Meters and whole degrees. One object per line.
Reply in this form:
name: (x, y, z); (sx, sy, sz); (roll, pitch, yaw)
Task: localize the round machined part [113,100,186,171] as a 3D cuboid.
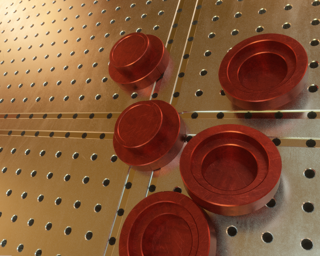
round machined part: (-0.020, 0.004, 0.404); (0.098, 0.042, 0.098); (-13, 56, 20)

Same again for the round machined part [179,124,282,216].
round machined part: (0.072, 0.046, 0.320); (0.098, 0.042, 0.098); (-8, 47, 9)

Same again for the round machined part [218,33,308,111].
round machined part: (0.123, -0.062, 0.370); (0.098, 0.042, 0.098); (-13, 56, 20)

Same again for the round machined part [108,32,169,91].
round machined part: (-0.039, -0.110, 0.484); (0.098, 0.042, 0.098); (-13, 56, 20)

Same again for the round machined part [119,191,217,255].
round machined part: (0.011, 0.118, 0.317); (0.098, 0.042, 0.098); (-13, 57, 22)
